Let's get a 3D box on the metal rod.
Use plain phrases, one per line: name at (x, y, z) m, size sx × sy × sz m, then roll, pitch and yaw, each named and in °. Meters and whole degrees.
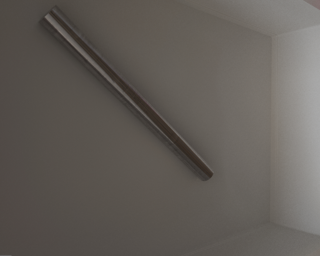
metal rod at (-0.022, -0.023, 0.387) m, size 0.300 × 0.025 × 0.025 m, roll 45°, pitch 63°, yaw -31°
